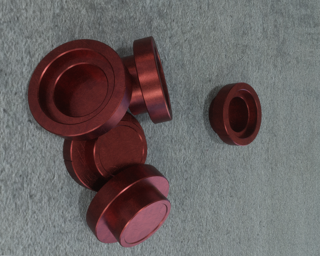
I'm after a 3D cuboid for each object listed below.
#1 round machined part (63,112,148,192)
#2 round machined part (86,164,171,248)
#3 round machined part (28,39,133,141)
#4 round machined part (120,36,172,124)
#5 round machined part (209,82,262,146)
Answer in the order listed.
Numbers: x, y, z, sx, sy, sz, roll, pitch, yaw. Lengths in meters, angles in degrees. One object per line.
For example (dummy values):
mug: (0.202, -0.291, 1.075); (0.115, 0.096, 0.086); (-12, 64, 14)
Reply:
round machined part: (-0.053, 0.025, 0.349); (0.099, 0.042, 0.097); (0, 90, -40)
round machined part: (-0.027, 0.091, 0.342); (0.099, 0.042, 0.097); (-29, 141, -27)
round machined part: (-0.074, -0.034, 0.307); (0.042, 0.098, 0.098); (54, 50, -71)
round machined part: (-0.017, -0.052, 0.356); (0.098, 0.042, 0.097); (-14, 91, -84)
round machined part: (0.115, -0.021, 0.490); (0.099, 0.042, 0.097); (0, 90, -40)
